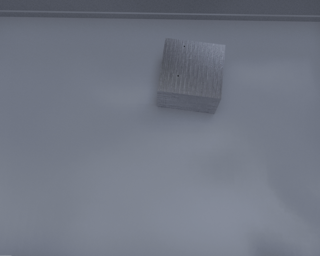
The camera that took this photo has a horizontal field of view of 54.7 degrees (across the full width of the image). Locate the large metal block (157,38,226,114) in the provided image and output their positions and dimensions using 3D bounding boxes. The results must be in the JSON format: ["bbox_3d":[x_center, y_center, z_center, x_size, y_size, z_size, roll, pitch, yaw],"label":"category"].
[{"bbox_3d":[0.042,-0.070,0.423,0.080,0.050,0.080,8,70,2],"label":"large metal block"}]
